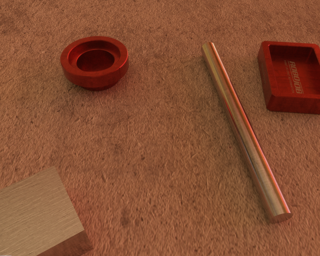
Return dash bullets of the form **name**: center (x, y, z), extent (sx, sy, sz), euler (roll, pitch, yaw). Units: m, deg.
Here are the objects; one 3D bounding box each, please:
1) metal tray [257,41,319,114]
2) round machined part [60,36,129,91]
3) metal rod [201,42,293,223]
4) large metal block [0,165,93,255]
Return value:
- **metal tray**: center (0.203, -0.080, 0.469), extent (0.091, 0.030, 0.130), euler (4, 50, 3)
- **round machined part**: center (-0.096, -0.094, 0.470), extent (0.099, 0.042, 0.098), euler (0, 50, 0)
- **metal rod**: center (0.104, -0.019, 0.420), extent (0.025, 0.025, 0.300), euler (-7, 50, -6)
- **large metal block**: center (-0.123, 0.097, 0.304), extent (0.081, 0.050, 0.080), euler (-25, 55, -20)
